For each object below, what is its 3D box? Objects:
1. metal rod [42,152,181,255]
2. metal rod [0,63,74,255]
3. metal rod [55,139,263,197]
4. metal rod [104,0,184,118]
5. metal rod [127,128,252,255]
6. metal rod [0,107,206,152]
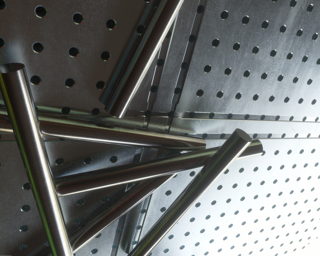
[{"bbox_3d":[-0.084,0.134,0.447,0.301,0.025,0.025,-37,129,-4],"label":"metal rod"},{"bbox_3d":[-0.130,0.073,0.351,0.025,0.025,0.298,-14,124,-20],"label":"metal rod"},{"bbox_3d":[0.002,0.052,0.421,0.302,0.025,0.025,-9,123,-15],"label":"metal rod"},{"bbox_3d":[0.016,-0.144,0.330,0.025,0.025,0.299,18,109,-35],"label":"metal rod"},{"bbox_3d":[0.029,0.117,0.456,0.025,0.025,0.298,14,124,-34],"label":"metal rod"},{"bbox_3d":[-0.066,0.006,0.378,0.302,0.025,0.025,9,114,-32],"label":"metal rod"}]
